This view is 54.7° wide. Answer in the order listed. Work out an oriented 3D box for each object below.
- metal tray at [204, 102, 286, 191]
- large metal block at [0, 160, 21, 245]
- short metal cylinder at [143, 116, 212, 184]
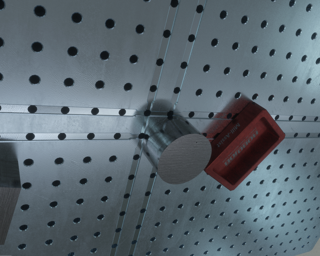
[{"bbox_3d":[0.132,0.032,0.499,0.130,0.030,0.090,-47,129,5],"label":"metal tray"},{"bbox_3d":[-0.204,0.079,0.333,0.081,0.050,0.079,11,113,-33],"label":"large metal block"},{"bbox_3d":[0.023,0.030,0.426,0.081,0.050,0.079,-14,124,-21],"label":"short metal cylinder"}]
